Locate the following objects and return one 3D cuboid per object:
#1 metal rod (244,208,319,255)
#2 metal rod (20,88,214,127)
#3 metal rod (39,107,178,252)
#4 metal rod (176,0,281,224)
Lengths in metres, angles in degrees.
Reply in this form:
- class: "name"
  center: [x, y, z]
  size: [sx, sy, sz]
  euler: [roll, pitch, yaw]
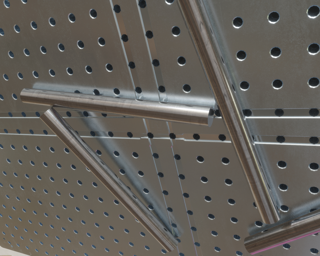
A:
- class: "metal rod"
  center: [0.217, 0.093, 0.353]
  size: [0.025, 0.025, 0.299]
  euler: [45, 129, -4]
- class: "metal rod"
  center: [-0.075, -0.032, 0.431]
  size: [0.300, 0.025, 0.025]
  euler: [8, 122, 24]
- class: "metal rod"
  center: [-0.075, 0.088, 0.495]
  size: [0.025, 0.025, 0.300]
  euler: [-32, 104, 38]
- class: "metal rod"
  center: [0.085, -0.011, 0.359]
  size: [0.025, 0.025, 0.299]
  euler: [-12, 112, 33]
